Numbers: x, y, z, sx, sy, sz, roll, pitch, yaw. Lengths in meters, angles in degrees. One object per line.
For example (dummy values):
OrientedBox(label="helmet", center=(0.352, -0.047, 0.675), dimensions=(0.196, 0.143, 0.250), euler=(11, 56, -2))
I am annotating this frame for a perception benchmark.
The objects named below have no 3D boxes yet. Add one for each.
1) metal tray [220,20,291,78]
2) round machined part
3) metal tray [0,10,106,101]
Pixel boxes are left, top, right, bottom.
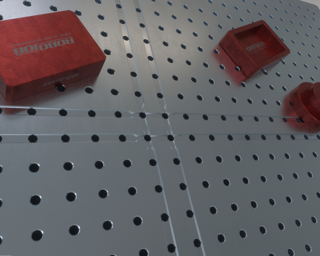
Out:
OrientedBox(label="metal tray", center=(0.187, -0.157, 0.601), dimensions=(0.131, 0.030, 0.090), euler=(-28, 78, -37))
OrientedBox(label="round machined part", center=(0.303, -0.048, 0.590), dimensions=(0.099, 0.042, 0.098), euler=(14, 56, -21))
OrientedBox(label="metal tray", center=(-0.145, -0.095, 0.385), dimensions=(0.131, 0.030, 0.090), euler=(-28, 77, -37))
